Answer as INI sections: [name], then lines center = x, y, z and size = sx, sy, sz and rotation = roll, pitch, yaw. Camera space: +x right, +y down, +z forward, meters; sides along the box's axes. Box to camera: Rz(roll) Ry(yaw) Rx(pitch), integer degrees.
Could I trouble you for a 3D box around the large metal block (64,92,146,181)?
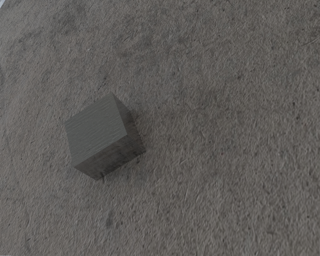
[large metal block]
center = -0.076, 0.011, 0.422
size = 0.080, 0.050, 0.080
rotation = -31, 52, 8
